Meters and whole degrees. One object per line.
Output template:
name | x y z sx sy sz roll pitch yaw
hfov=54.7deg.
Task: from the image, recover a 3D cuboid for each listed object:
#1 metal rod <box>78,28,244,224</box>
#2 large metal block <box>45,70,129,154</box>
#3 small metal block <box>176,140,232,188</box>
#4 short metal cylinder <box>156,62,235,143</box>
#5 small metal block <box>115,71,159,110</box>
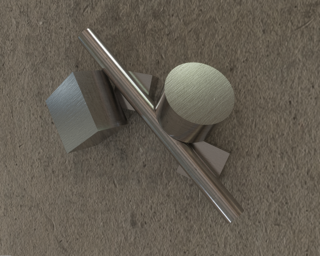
metal rod | -0.007 -0.012 0.385 0.025 0.025 0.300 -43 77 15
large metal block | -0.099 -0.021 0.413 0.080 0.050 0.080 -31 80 41
small metal block | 0.056 0.043 0.390 0.050 0.025 0.050 26 98 17
short metal cylinder | 0.039 -0.029 0.361 0.081 0.050 0.080 5 64 -11
small metal block | -0.034 -0.049 0.421 0.050 0.025 0.050 13 94 19
